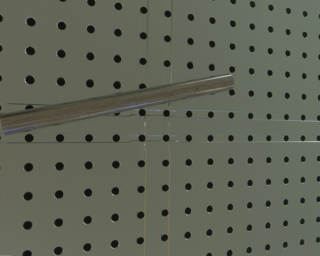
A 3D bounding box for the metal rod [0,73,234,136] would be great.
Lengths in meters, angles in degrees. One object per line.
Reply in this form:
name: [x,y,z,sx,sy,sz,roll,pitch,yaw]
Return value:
metal rod: [-0.038,-0.035,0.399,0.302,0.025,0.025,-13,95,-20]
